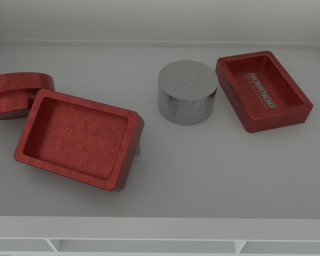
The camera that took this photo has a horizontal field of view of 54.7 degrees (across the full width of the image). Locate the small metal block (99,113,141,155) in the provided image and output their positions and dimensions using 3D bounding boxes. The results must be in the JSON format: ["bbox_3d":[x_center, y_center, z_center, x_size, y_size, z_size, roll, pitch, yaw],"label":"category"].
[{"bbox_3d":[-0.051,0.008,0.398,0.050,0.025,0.050,-3,50,-3],"label":"small metal block"}]

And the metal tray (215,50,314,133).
[{"bbox_3d":[0.145,-0.058,0.451,0.091,0.030,0.130,-11,51,-9],"label":"metal tray"}]

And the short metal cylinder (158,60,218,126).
[{"bbox_3d":[0.037,-0.050,0.431,0.081,0.050,0.080,0,50,0],"label":"short metal cylinder"}]

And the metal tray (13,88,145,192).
[{"bbox_3d":[-0.093,0.013,0.360,0.130,0.030,0.090,15,80,14],"label":"metal tray"}]

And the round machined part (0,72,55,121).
[{"bbox_3d":[-0.185,-0.037,0.399,0.099,0.098,0.042,-12,88,-10],"label":"round machined part"}]
